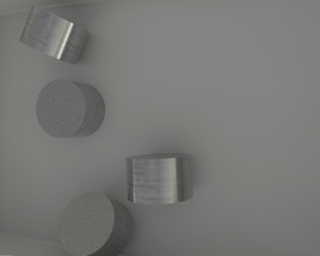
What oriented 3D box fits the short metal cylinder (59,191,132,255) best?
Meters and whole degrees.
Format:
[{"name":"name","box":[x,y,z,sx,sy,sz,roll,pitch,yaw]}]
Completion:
[{"name":"short metal cylinder","box":[-0.085,0.130,0.410,0.080,0.050,0.080,-10,59,18]}]

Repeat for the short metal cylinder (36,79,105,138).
[{"name":"short metal cylinder","box":[-0.126,-0.027,0.442,0.080,0.050,0.080,0,90,20]}]

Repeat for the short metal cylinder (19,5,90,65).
[{"name":"short metal cylinder","box":[-0.146,-0.128,0.433,0.080,0.080,0.050,28,99,18]}]

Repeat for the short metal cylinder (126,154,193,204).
[{"name":"short metal cylinder","box":[0.000,0.060,0.381,0.080,0.080,0.050,-3,89,20]}]
